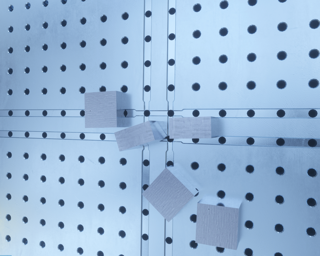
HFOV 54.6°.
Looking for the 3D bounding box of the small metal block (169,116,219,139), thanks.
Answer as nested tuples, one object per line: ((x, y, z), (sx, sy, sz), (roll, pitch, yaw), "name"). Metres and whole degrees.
((0.043, 0.000, 0.384), (0.050, 0.050, 0.025), (-1, 90, 20), "small metal block")

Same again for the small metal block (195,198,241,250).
((0.073, 0.119, 0.387), (0.050, 0.025, 0.050), (3, 91, 20), "small metal block")

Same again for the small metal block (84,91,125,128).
((-0.078, -0.025, 0.441), (0.050, 0.025, 0.050), (-1, 90, 20), "small metal block")

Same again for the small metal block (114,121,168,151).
((-0.024, 0.010, 0.408), (0.050, 0.050, 0.025), (-19, 84, 19), "small metal block")

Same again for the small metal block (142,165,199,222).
((0.014, 0.085, 0.408), (0.050, 0.025, 0.050), (44, 104, 14), "small metal block")
